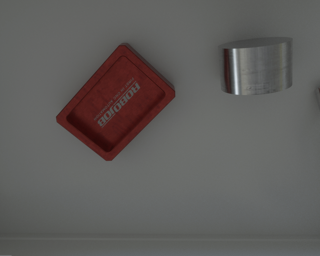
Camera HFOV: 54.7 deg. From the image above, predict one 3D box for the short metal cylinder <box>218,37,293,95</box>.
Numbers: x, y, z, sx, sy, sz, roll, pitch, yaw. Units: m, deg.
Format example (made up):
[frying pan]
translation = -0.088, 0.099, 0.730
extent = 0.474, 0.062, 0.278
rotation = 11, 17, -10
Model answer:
[short metal cylinder]
translation = 0.109, -0.073, 0.357
extent = 0.080, 0.080, 0.050
rotation = -7, 110, 2

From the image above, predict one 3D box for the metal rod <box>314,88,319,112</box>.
[metal rod]
translation = 0.241, 0.093, 0.381
extent = 0.025, 0.025, 0.298
rotation = -12, 84, 4

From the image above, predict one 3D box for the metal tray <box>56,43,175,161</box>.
[metal tray]
translation = -0.056, -0.031, 0.396
extent = 0.090, 0.030, 0.130
rotation = 41, 105, -14
